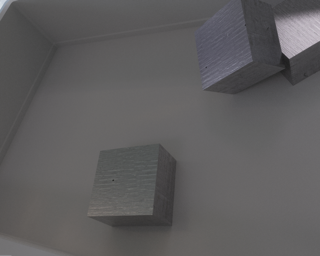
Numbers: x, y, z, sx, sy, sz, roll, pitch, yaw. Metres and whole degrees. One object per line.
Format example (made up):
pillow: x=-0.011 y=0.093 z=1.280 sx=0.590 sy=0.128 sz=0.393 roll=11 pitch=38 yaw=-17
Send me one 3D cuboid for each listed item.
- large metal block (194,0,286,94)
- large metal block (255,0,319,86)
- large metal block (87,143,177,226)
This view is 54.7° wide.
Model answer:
large metal block: x=0.089 y=-0.093 z=0.363 sx=0.080 sy=0.050 sz=0.080 roll=-28 pitch=64 yaw=55
large metal block: x=0.169 y=-0.111 z=0.369 sx=0.080 sy=0.050 sz=0.080 roll=-31 pitch=52 yaw=8
large metal block: x=-0.030 y=0.069 z=0.363 sx=0.080 sy=0.050 sz=0.080 roll=-8 pitch=58 yaw=24
